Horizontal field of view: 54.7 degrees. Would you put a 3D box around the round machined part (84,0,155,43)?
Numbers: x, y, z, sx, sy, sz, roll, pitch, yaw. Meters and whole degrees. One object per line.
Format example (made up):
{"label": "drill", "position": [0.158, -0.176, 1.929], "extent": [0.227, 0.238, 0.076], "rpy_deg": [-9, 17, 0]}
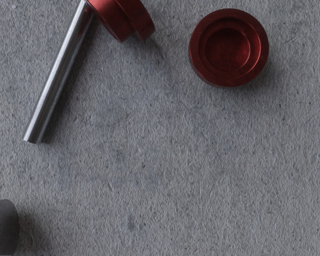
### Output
{"label": "round machined part", "position": [-0.054, -0.142, 0.373], "extent": [0.042, 0.098, 0.098], "rpy_deg": [-41, 91, 0]}

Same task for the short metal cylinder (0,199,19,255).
{"label": "short metal cylinder", "position": [-0.216, 0.130, 0.380], "extent": [0.050, 0.080, 0.079], "rpy_deg": [-5, 90, 0]}

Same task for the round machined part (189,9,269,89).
{"label": "round machined part", "position": [0.086, -0.099, 0.403], "extent": [0.099, 0.042, 0.097], "rpy_deg": [0, 90, -1]}

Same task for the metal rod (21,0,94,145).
{"label": "metal rod", "position": [-0.112, -0.121, 0.408], "extent": [0.025, 0.025, 0.299], "rpy_deg": [23, 90, -1]}
